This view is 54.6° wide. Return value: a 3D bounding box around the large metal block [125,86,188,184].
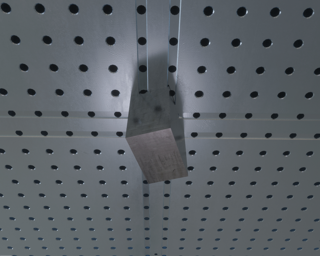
[{"bbox_3d":[-0.002,0.009,0.383,0.050,0.080,0.080,-13,129,11],"label":"large metal block"}]
